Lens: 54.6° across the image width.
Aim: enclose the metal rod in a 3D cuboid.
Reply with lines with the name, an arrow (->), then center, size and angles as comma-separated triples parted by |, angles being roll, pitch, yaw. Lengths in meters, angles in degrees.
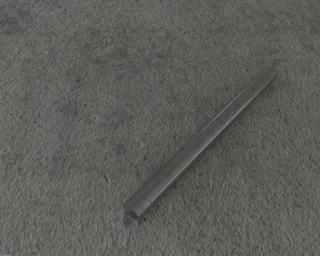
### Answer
metal rod -> 0.069, 0.003, 0.400 | 0.025, 0.025, 0.301 | 34, 58, 25
